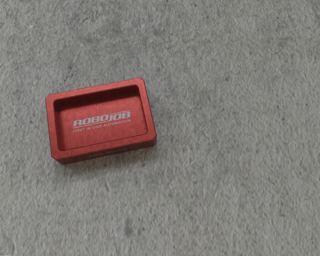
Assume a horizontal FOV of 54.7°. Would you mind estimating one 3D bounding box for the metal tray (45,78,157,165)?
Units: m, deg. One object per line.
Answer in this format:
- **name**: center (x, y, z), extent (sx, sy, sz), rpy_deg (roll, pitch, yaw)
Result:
- **metal tray**: center (-0.077, -0.010, 0.407), extent (0.131, 0.030, 0.090), rpy_deg (-11, 71, -5)
